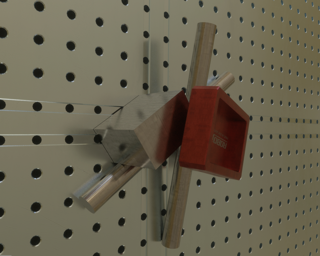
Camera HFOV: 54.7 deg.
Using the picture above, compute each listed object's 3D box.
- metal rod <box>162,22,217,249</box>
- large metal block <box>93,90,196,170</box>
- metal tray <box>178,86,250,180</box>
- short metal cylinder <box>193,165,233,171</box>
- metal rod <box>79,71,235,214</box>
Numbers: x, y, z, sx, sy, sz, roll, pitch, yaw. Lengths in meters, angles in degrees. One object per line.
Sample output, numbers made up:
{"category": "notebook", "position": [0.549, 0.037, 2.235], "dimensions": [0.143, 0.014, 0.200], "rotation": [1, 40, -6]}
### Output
{"category": "metal rod", "position": [0.038, 0.013, 0.413], "dimensions": [0.025, 0.025, 0.298], "rotation": [5, 96, -40]}
{"category": "large metal block", "position": [-0.015, 0.000, 0.361], "dimensions": [0.080, 0.080, 0.050], "rotation": [-41, 116, -32]}
{"category": "metal tray", "position": [0.072, 0.012, 0.376], "dimensions": [0.130, 0.030, 0.090], "rotation": [25, 74, -57]}
{"category": "short metal cylinder", "position": [0.072, 0.026, 0.454], "dimensions": [0.081, 0.050, 0.079], "rotation": [0, 90, -40]}
{"category": "metal rod", "position": [0.015, 0.002, 0.424], "dimensions": [0.302, 0.025, 0.025], "rotation": [-41, 115, -32]}
